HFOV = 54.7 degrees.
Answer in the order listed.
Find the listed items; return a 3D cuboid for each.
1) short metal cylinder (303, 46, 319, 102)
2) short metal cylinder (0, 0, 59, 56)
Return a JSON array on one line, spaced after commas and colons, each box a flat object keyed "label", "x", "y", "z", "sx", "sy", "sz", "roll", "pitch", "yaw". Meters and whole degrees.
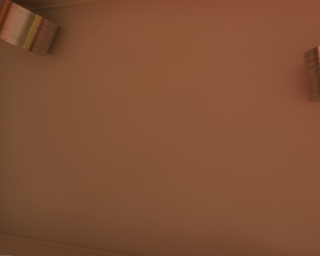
[{"label": "short metal cylinder", "x": 0.192, "y": -0.057, "z": 0.314, "sx": 0.080, "sy": 0.080, "sz": 0.050, "roll": -5, "pitch": 89, "yaw": 19}, {"label": "short metal cylinder", "x": -0.194, "y": -0.145, "z": 0.448, "sx": 0.080, "sy": 0.080, "sz": 0.050, "roll": 29, "pitch": 100, "yaw": 17}]
